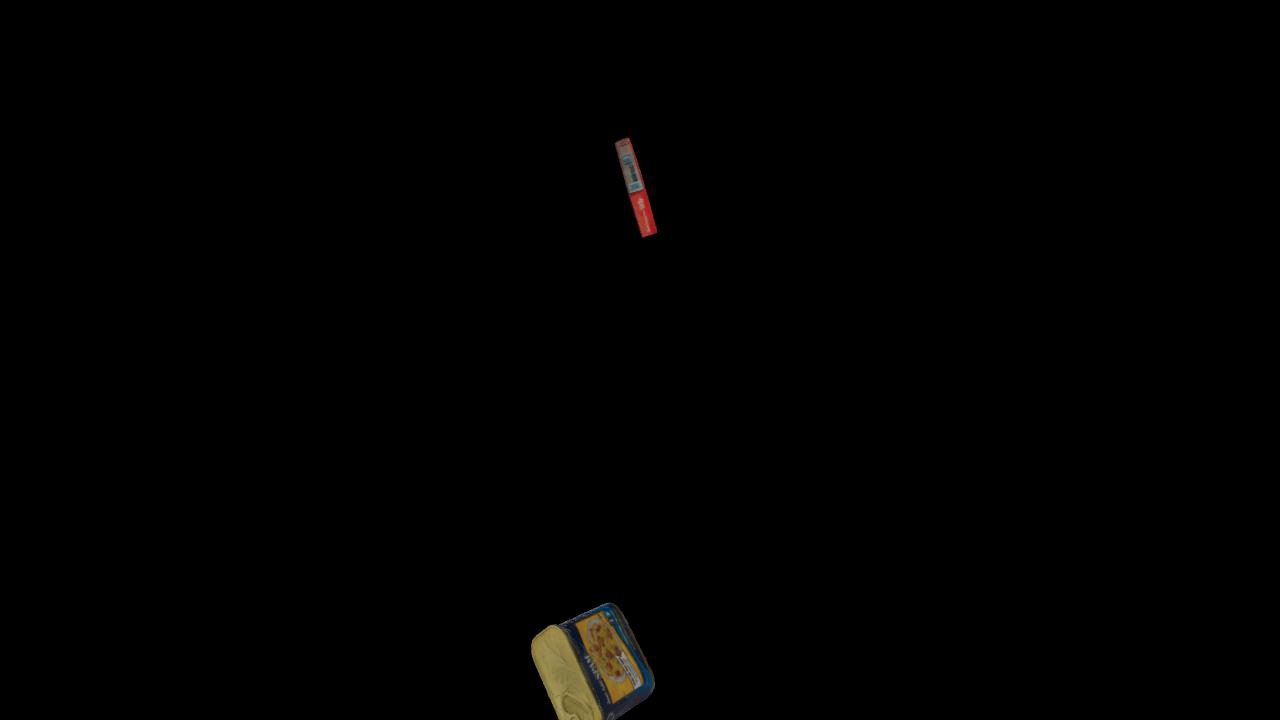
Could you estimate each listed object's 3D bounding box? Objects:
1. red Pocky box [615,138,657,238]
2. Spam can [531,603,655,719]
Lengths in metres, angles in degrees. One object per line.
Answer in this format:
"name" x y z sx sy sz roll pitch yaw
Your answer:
"red Pocky box" -0.007 -0.270 0.960 0.028 0.155 0.083 -16 -40 3
"Spam can" -0.044 0.298 0.598 0.058 0.101 0.085 -44 -25 29
